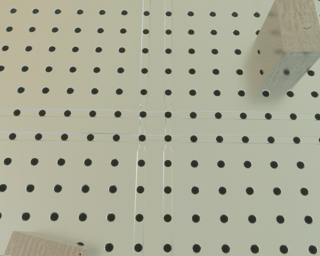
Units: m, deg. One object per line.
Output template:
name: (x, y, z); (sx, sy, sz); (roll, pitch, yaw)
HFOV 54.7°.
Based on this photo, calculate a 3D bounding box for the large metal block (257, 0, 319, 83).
large metal block: (0.176, -0.117, 0.428); (0.050, 0.080, 0.080); (0, 70, -1)

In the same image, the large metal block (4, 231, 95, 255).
large metal block: (-0.127, 0.163, 0.337); (0.080, 0.050, 0.080); (13, 70, 4)
